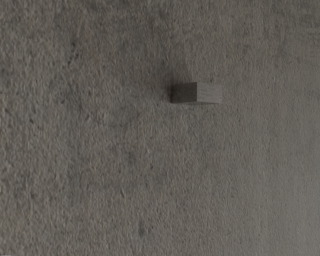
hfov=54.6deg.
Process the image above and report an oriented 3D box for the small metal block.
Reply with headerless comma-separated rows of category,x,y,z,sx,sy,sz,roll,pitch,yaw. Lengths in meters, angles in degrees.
small metal block,0.050,-0.046,0.429,0.050,0.050,0.025,1,90,-40
